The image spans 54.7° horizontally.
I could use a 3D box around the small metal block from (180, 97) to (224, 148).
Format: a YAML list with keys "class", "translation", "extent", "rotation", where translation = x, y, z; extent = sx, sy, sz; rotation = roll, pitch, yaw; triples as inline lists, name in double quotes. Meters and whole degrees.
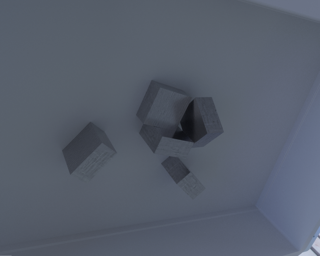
- class: "small metal block"
  translation: [0.052, -0.006, 0.406]
  extent: [0.025, 0.050, 0.050]
  rotation: [-4, 157, -27]

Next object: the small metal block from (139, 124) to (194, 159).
- class: "small metal block"
  translation: [0.008, 0.013, 0.407]
  extent: [0.050, 0.050, 0.025]
  rotation: [12, 113, -34]

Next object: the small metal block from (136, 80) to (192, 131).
- class: "small metal block"
  translation: [0.005, -0.028, 0.396]
  extent: [0.050, 0.025, 0.050]
  rotation: [13, 112, -34]

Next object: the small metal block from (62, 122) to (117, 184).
- class: "small metal block"
  translation: [-0.084, 0.028, 0.365]
  extent: [0.050, 0.050, 0.025]
  rotation: [-45, 130, 3]

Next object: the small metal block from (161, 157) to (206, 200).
- class: "small metal block"
  translation: [0.034, 0.071, 0.457]
  extent: [0.025, 0.050, 0.050]
  rotation: [-42, 130, 0]
